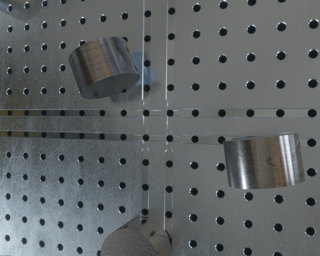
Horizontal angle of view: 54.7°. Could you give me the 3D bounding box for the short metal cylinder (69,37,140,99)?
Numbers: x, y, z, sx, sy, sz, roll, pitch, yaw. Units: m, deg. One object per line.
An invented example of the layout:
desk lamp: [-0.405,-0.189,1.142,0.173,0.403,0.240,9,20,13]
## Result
short metal cylinder: [-0.073,-0.077,0.409,0.080,0.080,0.050,-23,82,18]

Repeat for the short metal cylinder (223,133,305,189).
short metal cylinder: [0.114,0.035,0.343,0.080,0.080,0.050,-8,88,20]

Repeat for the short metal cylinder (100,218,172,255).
short metal cylinder: [-0.031,0.166,0.410,0.080,0.050,0.079,0,90,20]
